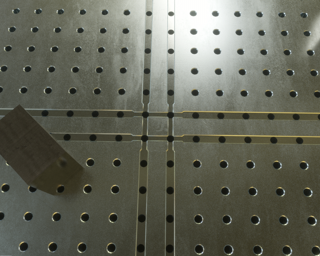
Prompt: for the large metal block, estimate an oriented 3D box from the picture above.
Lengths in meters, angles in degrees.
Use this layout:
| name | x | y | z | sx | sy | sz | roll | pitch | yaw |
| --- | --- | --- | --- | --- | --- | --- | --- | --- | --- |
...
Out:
| name | x | y | z | sx | sy | sz | roll | pitch | yaw |
| --- | --- | --- | --- | --- | --- | --- | --- | --- | --- |
| large metal block | -0.147 | 0.029 | 0.371 | 0.080 | 0.080 | 0.050 | 42 | 75 | 14 |
